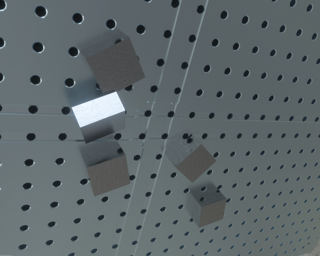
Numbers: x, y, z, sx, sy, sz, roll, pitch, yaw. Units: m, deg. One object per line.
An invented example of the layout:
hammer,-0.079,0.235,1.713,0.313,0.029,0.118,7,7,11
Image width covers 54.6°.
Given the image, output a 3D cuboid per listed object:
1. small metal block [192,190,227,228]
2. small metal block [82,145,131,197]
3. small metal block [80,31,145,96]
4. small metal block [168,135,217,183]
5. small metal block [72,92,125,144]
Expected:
small metal block,0.086,0.142,0.545,0.050,0.025,0.050,-12,124,-22
small metal block,-0.070,0.056,0.407,0.050,0.025,0.050,-17,125,-18
small metal block,-0.051,-0.069,0.340,0.050,0.025,0.050,-30,128,-10
small metal block,0.049,0.047,0.466,0.050,0.025,0.050,-43,129,2
small metal block,-0.068,-0.011,0.352,0.050,0.025,0.050,-22,161,-15
